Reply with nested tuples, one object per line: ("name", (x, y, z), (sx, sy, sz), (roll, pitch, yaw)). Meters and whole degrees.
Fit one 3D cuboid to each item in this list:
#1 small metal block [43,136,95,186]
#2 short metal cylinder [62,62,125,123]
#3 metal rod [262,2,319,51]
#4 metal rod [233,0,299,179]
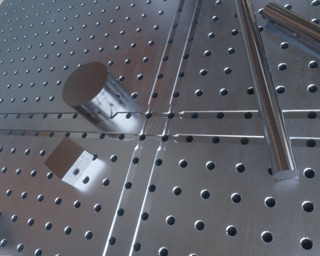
("small metal block", (-0.131, 0.047, 0.446), (0.050, 0.025, 0.050), (29, 77, 37))
("short metal cylinder", (-0.101, -0.055, 0.477), (0.080, 0.050, 0.080), (-13, 56, 20))
("metal rod", (0.224, -0.070, 0.333), (0.025, 0.025, 0.300), (-40, 51, 1))
("metal rod", (0.124, -0.080, 0.391), (0.025, 0.025, 0.299), (-14, 56, 20))
